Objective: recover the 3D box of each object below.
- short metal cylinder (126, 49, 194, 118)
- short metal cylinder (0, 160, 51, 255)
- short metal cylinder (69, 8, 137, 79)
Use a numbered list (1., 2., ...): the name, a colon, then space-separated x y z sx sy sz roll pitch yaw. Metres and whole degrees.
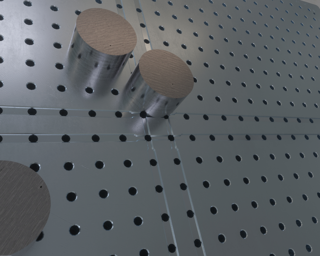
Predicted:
1. short metal cylinder: -0.001 -0.061 0.429 0.081 0.050 0.080 14 56 -21
2. short metal cylinder: -0.141 0.075 0.270 0.081 0.050 0.080 14 56 -21
3. short metal cylinder: -0.078 -0.114 0.419 0.081 0.050 0.080 14 56 -21
